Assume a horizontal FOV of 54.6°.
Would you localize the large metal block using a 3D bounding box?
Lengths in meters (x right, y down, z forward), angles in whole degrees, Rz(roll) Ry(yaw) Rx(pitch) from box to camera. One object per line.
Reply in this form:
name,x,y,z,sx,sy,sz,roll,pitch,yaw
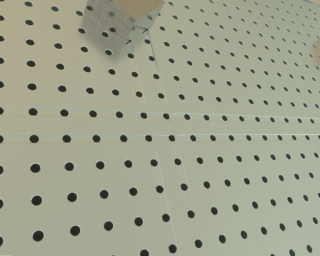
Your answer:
large metal block,-0.053,-0.188,0.478,0.080,0.050,0.080,42,51,0
